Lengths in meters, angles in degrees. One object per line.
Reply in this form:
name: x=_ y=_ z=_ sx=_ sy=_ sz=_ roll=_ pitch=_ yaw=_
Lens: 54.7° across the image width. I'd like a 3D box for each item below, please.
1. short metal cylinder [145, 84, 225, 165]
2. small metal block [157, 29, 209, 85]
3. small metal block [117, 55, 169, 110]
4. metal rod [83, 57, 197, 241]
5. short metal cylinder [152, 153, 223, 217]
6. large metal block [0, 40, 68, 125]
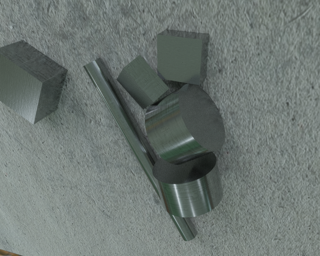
short metal cylinder: x=0.029 y=-0.004 z=0.353 sx=0.050 sy=0.080 sz=0.080 roll=-28 pitch=104 yaw=37
small metal block: x=0.025 y=-0.079 z=0.344 sx=0.050 sy=0.025 sz=0.050 roll=13 pitch=124 yaw=20
small metal block: x=-0.022 y=-0.053 z=0.369 sx=0.050 sy=0.025 sz=0.050 roll=48 pitch=163 yaw=-7
metal rod: x=-0.021 y=0.041 z=0.441 sx=0.025 sy=0.025 sz=0.299 roll=-16 pitch=110 yaw=34
short metal cylinder: x=0.036 y=0.066 z=0.392 sx=0.080 sy=0.080 sz=0.050 roll=-1 pitch=118 yaw=28
large metal block: x=-0.190 y=-0.066 z=0.448 sx=0.080 sy=0.050 sz=0.079 roll=34 pitch=129 yaw=5
